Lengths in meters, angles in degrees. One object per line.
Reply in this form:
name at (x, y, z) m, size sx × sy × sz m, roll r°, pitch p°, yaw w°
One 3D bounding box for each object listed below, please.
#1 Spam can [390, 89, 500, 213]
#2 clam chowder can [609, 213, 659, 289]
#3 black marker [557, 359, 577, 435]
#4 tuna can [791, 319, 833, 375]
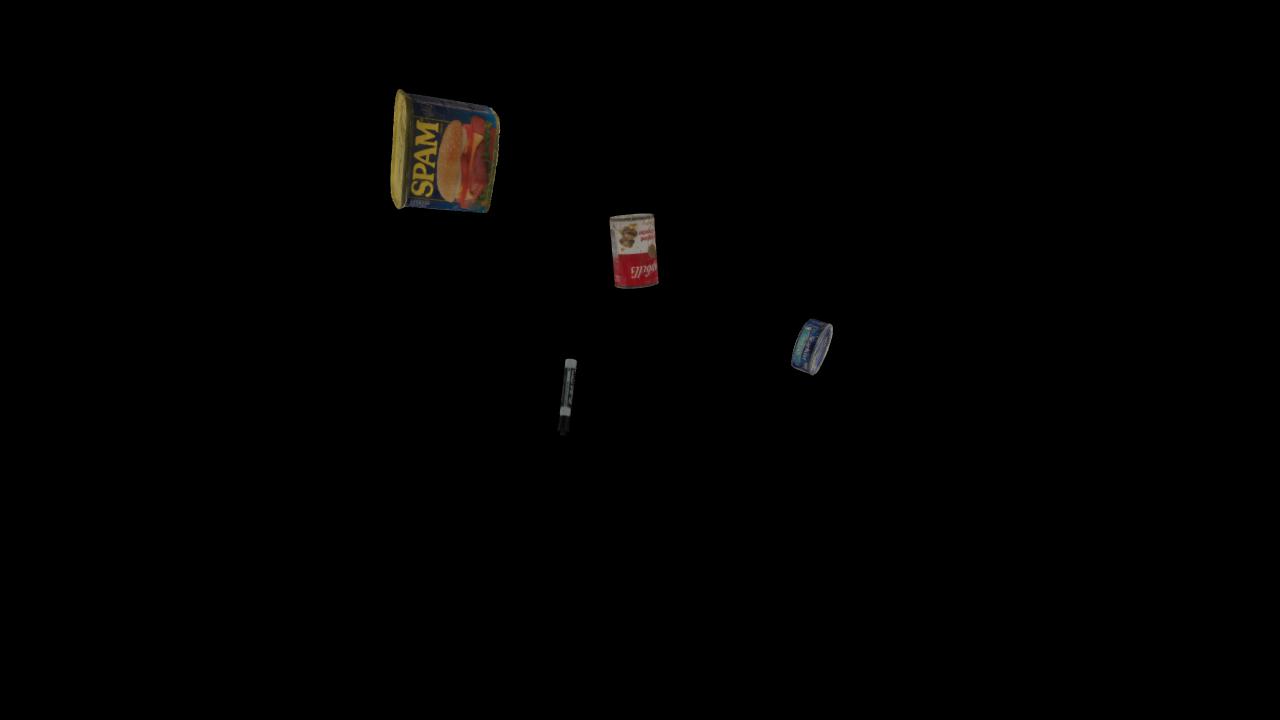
Spam can at (-0.183, -0.191, 0.576) m, size 0.085 × 0.101 × 0.058 m, roll -3°, pitch 37°, yaw -31°
clam chowder can at (-0.009, -0.162, 0.911) m, size 0.068 × 0.102 × 0.068 m, roll -4°, pitch 17°, yaw 1°
black marker at (-0.113, 0.057, 0.956) m, size 0.020 × 0.121 × 0.020 m, roll 3°, pitch -20°, yaw 1°
tuna can at (0.267, -0.021, 0.952) m, size 0.034 × 0.084 × 0.084 m, roll 22°, pitch 11°, yaw 27°
